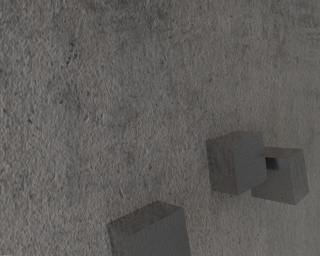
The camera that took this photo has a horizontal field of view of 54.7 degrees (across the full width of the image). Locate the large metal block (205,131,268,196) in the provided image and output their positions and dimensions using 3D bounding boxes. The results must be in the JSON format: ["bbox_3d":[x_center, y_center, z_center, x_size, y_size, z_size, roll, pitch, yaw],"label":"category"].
[{"bbox_3d":[0.122,0.052,0.491,0.081,0.050,0.079,-14,99,-39],"label":"large metal block"}]

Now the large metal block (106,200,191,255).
[{"bbox_3d":[-0.011,0.145,0.379,0.081,0.050,0.079,-16,100,-39],"label":"large metal block"}]

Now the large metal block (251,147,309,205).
[{"bbox_3d":[0.203,0.080,0.539,0.050,0.080,0.080,-21,104,-38],"label":"large metal block"}]
